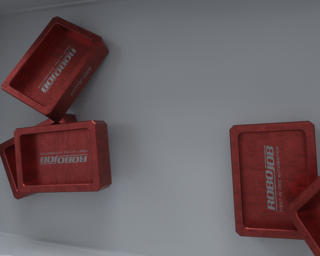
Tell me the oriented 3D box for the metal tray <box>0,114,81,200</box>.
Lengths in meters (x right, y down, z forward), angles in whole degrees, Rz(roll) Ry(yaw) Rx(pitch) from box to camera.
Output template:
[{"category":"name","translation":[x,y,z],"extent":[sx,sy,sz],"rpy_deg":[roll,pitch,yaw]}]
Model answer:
[{"category":"metal tray","translation":[-0.174,0.043,0.467],"extent":[0.130,0.030,0.090],"rpy_deg":[-24,82,18]}]

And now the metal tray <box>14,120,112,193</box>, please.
[{"category":"metal tray","translation":[-0.133,0.040,0.420],"extent":[0.130,0.030,0.089],"rpy_deg":[-5,88,19]}]

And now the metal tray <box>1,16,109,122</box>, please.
[{"category":"metal tray","translation":[-0.145,-0.084,0.434],"extent":[0.090,0.030,0.130],"rpy_deg":[29,79,17]}]

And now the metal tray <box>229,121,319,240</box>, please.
[{"category":"metal tray","translation":[0.132,0.059,0.361],"extent":[0.090,0.030,0.129],"rpy_deg":[-4,89,19]}]

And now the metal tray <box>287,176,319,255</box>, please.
[{"category":"metal tray","translation":[0.179,0.100,0.264],"extent":[0.089,0.030,0.130],"rpy_deg":[-65,35,39]}]
